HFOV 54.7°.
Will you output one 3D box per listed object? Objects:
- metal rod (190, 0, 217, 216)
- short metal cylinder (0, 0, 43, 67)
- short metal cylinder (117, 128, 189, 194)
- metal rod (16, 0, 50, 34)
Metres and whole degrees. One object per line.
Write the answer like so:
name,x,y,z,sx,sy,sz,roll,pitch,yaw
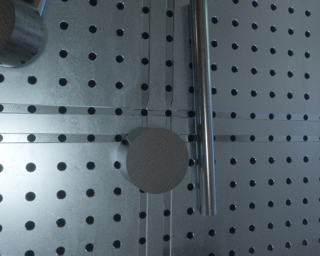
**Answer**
metal rod,0.061,-0.029,0.434,0.025,0.025,0.298,-3,91,-20
short metal cylinder,-0.171,-0.107,0.319,0.080,0.050,0.079,0,93,8
short metal cylinder,-0.010,0.039,0.395,0.081,0.050,0.080,0,90,-20
metal rod,-0.114,-0.244,0.369,0.025,0.025,0.299,18,84,-19
